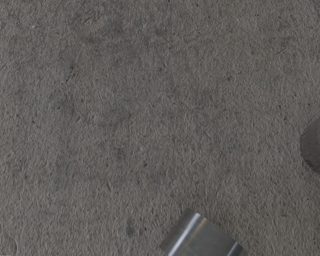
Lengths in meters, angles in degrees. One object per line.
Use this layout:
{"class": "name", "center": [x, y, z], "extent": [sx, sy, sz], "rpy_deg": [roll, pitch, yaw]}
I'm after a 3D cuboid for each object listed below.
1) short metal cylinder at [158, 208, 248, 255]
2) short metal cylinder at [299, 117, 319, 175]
{"class": "short metal cylinder", "center": [0.045, 0.131, 0.331], "extent": [0.080, 0.080, 0.050], "rpy_deg": [36, 74, 12]}
{"class": "short metal cylinder", "center": [0.226, 0.019, 0.389], "extent": [0.081, 0.050, 0.080], "rpy_deg": [0, 70, 0]}
